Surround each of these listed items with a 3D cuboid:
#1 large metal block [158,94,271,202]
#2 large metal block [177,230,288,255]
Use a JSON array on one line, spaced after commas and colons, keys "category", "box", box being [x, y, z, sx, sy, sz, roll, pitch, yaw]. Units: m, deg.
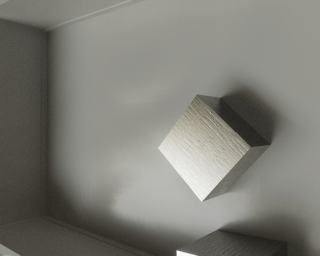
[{"category": "large metal block", "box": [0.057, 0.021, 0.343, 0.080, 0.050, 0.080, 50, 119, 28]}, {"category": "large metal block", "box": [0.074, 0.143, 0.310, 0.080, 0.081, 0.050, -4, 88, 40]}]
